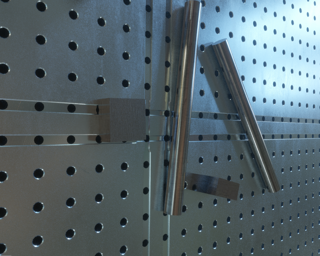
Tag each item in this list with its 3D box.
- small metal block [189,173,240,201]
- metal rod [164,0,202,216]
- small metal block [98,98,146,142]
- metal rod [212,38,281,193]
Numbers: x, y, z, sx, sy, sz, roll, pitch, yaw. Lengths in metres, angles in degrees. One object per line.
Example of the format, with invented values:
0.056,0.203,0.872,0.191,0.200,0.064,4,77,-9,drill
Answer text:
0.081,0.087,0.461,0.050,0.050,0.025,21,77,-38,small metal block
0.033,-0.031,0.436,0.025,0.025,0.298,10,84,-40,metal rod
-0.045,-0.010,0.371,0.050,0.025,0.050,-3,92,-40,small metal block
0.155,-0.010,0.538,0.025,0.025,0.299,-40,115,-33,metal rod
